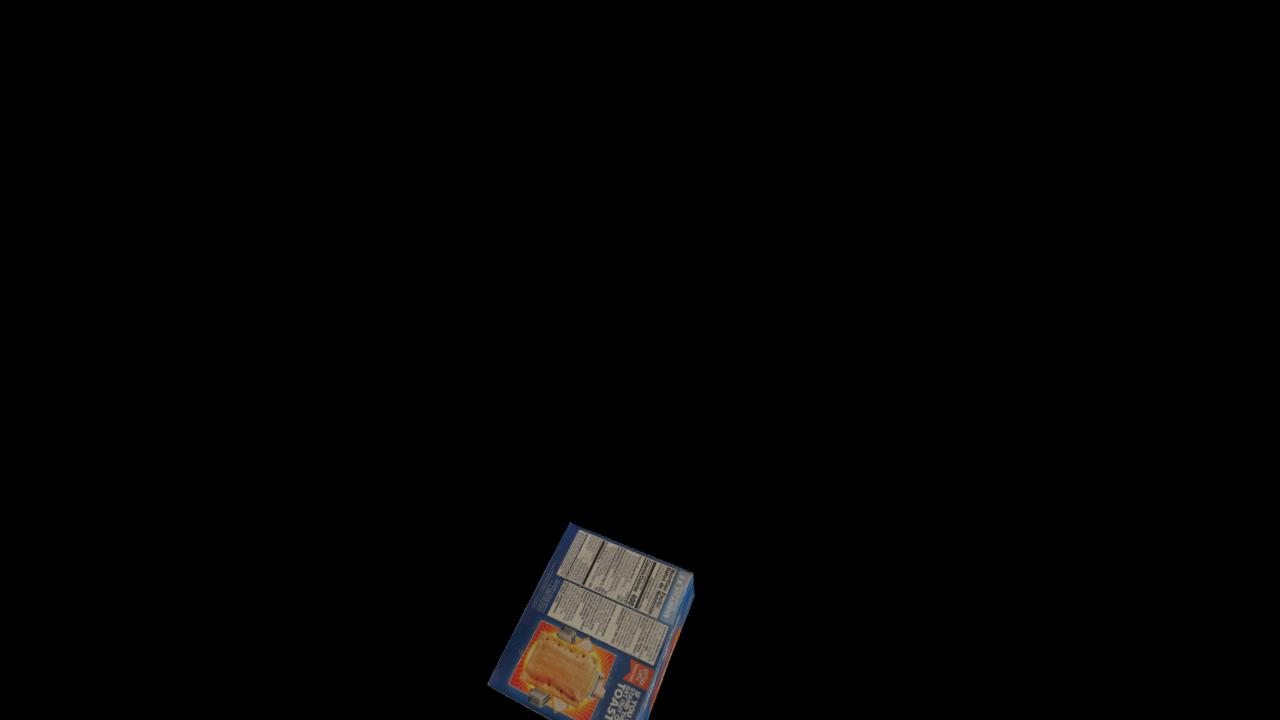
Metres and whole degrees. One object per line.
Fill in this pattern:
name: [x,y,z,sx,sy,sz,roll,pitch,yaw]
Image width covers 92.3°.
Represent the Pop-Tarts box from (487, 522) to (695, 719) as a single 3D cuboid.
Pop-Tarts box: [-0.040,0.273,0.607,0.141,0.167,0.083,17,-31,18]
